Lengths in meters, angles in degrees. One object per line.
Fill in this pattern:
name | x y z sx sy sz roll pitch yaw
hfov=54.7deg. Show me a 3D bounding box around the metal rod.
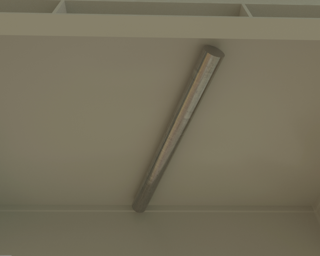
metal rod | 0.012 0.024 0.429 0.025 0.025 0.298 14 129 -12
